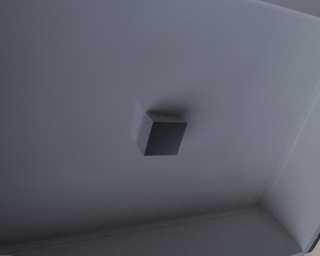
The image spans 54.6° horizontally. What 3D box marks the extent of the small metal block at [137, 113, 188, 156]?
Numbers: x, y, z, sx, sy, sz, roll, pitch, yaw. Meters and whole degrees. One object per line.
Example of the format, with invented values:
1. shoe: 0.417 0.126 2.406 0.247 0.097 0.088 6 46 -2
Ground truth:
1. small metal block: 0.002 0.009 0.410 0.050 0.025 0.050 2 118 -29
